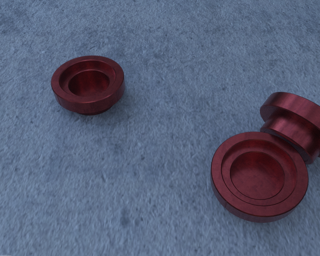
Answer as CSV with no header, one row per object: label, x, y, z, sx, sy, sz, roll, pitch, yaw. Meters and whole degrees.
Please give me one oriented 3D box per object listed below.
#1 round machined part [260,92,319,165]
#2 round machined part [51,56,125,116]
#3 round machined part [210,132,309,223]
round machined part,0.157,0.006,0.360,0.098,0.098,0.042,37,84,26
round machined part,-0.099,-0.056,0.438,0.099,0.042,0.098,0,50,0
round machined part,0.105,0.056,0.340,0.099,0.042,0.098,-3,56,5
